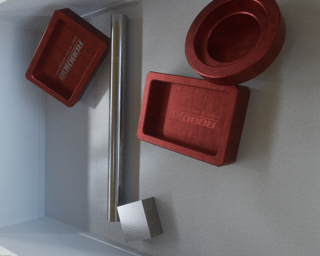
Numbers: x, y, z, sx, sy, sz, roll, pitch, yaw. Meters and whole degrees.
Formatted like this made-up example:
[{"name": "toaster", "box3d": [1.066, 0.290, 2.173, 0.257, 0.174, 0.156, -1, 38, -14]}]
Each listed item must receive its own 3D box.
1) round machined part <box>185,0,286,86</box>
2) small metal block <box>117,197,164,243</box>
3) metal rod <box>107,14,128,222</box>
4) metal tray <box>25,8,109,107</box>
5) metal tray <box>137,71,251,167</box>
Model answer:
[{"name": "round machined part", "box3d": [0.078, -0.087, 0.318, 0.098, 0.042, 0.098, -14, 64, 31]}, {"name": "small metal block", "box3d": [-0.028, 0.127, 0.428, 0.050, 0.025, 0.050, -25, 74, 37]}, {"name": "metal rod", "box3d": [-0.063, -0.014, 0.455, 0.025, 0.025, 0.298, 2, 91, 39]}, {"name": "metal tray", "box3d": [-0.145, -0.108, 0.488, 0.090, 0.030, 0.129, 35, 117, -7]}, {"name": "metal tray", "box3d": [0.034, -0.015, 0.373, 0.130, 0.030, 0.089, 16, 100, 38]}]
